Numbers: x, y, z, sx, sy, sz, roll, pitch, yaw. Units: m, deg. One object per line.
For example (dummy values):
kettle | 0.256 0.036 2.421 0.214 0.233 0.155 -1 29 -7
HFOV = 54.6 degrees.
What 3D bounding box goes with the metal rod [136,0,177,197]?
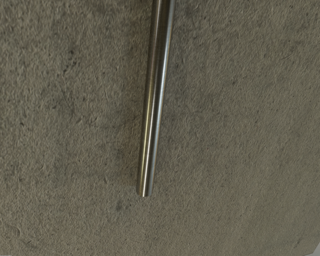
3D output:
metal rod | -0.007 -0.038 0.378 0.025 0.025 0.298 -8 122 -25
